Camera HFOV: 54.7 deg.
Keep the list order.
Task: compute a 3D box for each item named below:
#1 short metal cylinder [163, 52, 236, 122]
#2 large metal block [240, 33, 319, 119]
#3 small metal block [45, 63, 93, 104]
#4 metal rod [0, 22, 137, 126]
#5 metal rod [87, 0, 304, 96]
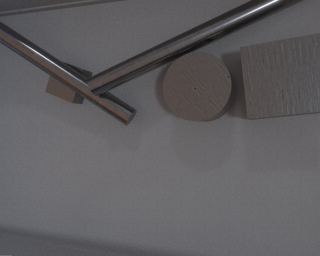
[{"bbox_3d":[0.050,-0.048,0.379,0.080,0.050,0.079,0,90,19],"label":"short metal cylinder"},{"bbox_3d":[0.138,-0.053,0.349,0.080,0.050,0.080,-6,88,19],"label":"large metal block"},{"bbox_3d":[-0.134,-0.068,0.456,0.050,0.025,0.050,22,97,18],"label":"small metal block"},{"bbox_3d":[-0.164,-0.095,0.429,0.301,0.025,0.025,33,101,6],"label":"metal rod"},{"bbox_3d":[0.049,-0.110,0.371,0.301,0.025,0.025,-23,83,10],"label":"metal rod"}]
